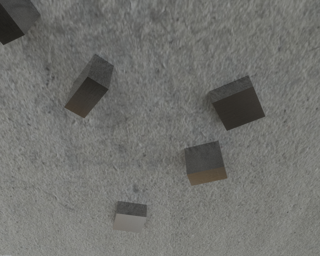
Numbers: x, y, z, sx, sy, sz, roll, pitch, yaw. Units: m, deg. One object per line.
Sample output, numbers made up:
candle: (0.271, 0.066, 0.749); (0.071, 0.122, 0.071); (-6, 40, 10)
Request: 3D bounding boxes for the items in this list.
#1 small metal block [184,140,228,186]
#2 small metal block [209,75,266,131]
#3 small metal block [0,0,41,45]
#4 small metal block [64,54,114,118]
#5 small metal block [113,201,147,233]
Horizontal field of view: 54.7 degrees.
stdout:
small metal block: (0.063, 0.049, 0.434); (0.050, 0.050, 0.025); (-14, 129, 11)
small metal block: (0.096, -0.030, 0.383); (0.050, 0.025, 0.050); (-22, 127, 17)
small metal block: (-0.146, -0.115, 0.291); (0.025, 0.050, 0.050); (-19, 128, 15)
small metal block: (-0.079, -0.048, 0.349); (0.025, 0.050, 0.050); (32, 123, -24)
small metal block: (-0.053, 0.155, 0.539); (0.050, 0.025, 0.050); (10, 129, -9)
